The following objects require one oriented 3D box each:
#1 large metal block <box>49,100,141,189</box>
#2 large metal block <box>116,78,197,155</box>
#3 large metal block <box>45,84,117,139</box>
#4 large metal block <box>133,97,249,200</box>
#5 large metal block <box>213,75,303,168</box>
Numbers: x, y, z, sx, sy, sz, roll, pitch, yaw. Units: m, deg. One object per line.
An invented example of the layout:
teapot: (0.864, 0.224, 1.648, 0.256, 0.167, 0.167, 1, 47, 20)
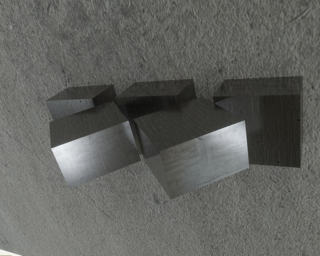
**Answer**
large metal block: (-0.077, 0.014, 0.356, 0.081, 0.080, 0.050, -21, 116, -13)
large metal block: (0.002, -0.013, 0.382, 0.080, 0.050, 0.079, 1, 119, 27)
large metal block: (-0.100, -0.013, 0.435, 0.080, 0.050, 0.080, 0, 119, 27)
large metal block: (0.028, 0.014, 0.304, 0.080, 0.081, 0.050, -135, 29, -61)
large metal block: (0.108, -0.008, 0.331, 0.080, 0.050, 0.079, 2, 119, 27)
